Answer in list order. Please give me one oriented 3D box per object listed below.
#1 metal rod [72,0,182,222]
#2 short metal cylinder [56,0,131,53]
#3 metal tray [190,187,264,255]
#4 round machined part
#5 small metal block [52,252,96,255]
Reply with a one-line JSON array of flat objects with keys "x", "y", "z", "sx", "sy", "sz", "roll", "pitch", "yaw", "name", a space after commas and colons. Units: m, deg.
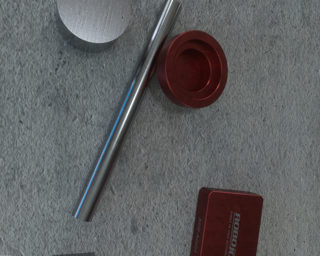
[{"x": -0.038, "y": -0.028, "z": 0.394, "sx": 0.025, "sy": 0.025, "sz": 0.299, "roll": 25, "pitch": 82, "yaw": -19, "name": "metal rod"}, {"x": -0.080, "y": -0.134, "z": 0.366, "sx": 0.081, "sy": 0.050, "sz": 0.080, "roll": 0, "pitch": 90, "yaw": -20, "name": "short metal cylinder"}, {"x": 0.094, "y": 0.155, "z": 0.442, "sx": 0.091, "sy": 0.030, "sz": 0.129, "roll": 10, "pitch": 87, "yaw": -20, "name": "metal tray"}, {"x": 0.038, "y": -0.075, "z": 0.408, "sx": 0.099, "sy": 0.042, "sz": 0.097, "roll": -2, "pitch": 95, "yaw": -30, "name": "round machined part"}, {"x": -0.099, "y": 0.168, "z": 0.360, "sx": 0.050, "sy": 0.050, "sz": 0.025, "roll": 4, "pitch": 89, "yaw": -20, "name": "small metal block"}]
